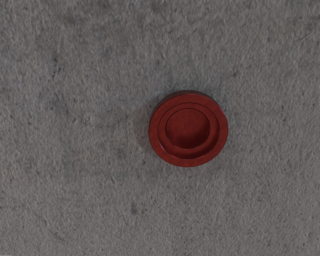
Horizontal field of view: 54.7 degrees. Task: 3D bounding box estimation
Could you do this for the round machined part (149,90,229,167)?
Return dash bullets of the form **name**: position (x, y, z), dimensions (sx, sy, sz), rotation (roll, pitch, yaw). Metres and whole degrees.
- **round machined part**: position (0.035, -0.002, 0.401), dimensions (0.099, 0.042, 0.097), rotation (0, 110, -1)
